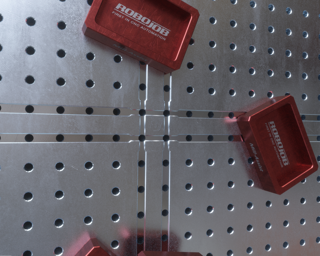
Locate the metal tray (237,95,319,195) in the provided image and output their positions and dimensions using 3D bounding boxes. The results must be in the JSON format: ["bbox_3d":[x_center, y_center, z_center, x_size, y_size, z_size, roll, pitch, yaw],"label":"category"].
[{"bbox_3d":[0.184,0.025,0.479,0.091,0.030,0.129,-26,99,-18],"label":"metal tray"}]

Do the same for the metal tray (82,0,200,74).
[{"bbox_3d":[-0.022,-0.138,0.402,0.131,0.030,0.090,22,82,-19],"label":"metal tray"}]

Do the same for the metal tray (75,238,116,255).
[{"bbox_3d":[-0.068,0.215,0.386,0.090,0.030,0.130,-46,105,-14],"label":"metal tray"}]

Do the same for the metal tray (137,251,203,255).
[{"bbox_3d":[0.009,0.223,0.382,0.091,0.030,0.129,10,86,-20],"label":"metal tray"}]
